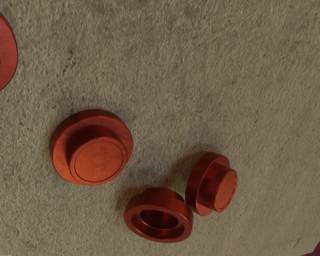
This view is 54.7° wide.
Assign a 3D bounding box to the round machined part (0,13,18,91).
[{"bbox_3d":[-0.174,-0.064,0.261,0.099,0.042,0.097,-14,124,-21],"label":"round machined part"}]

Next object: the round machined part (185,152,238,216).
[{"bbox_3d":[0.084,0.089,0.472,0.099,0.042,0.097,-26,124,-45],"label":"round machined part"}]

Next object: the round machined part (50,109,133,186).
[{"bbox_3d":[-0.078,0.030,0.372,0.099,0.042,0.097,-14,124,-21],"label":"round machined part"}]

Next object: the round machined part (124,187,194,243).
[{"bbox_3d":[0.000,0.123,0.452,0.098,0.042,0.097,7,133,8],"label":"round machined part"}]
